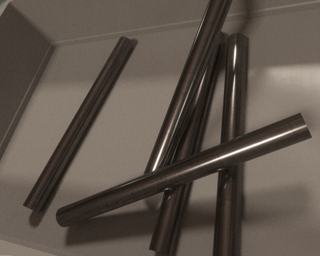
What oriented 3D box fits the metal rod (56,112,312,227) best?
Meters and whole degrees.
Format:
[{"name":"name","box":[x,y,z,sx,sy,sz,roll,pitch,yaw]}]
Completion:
[{"name":"metal rod","box":[0.005,0.055,0.335,0.300,0.025,0.025,-25,53,22]}]

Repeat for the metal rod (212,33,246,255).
[{"name":"metal rod","box":[0.082,0.011,0.355,0.025,0.025,0.299,-4,60,26]}]

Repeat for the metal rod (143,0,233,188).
[{"name":"metal rod","box":[0.041,-0.070,0.359,0.025,0.025,0.298,24,96,36]}]

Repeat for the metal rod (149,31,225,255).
[{"name":"metal rod","box":[0.040,-0.001,0.384,0.025,0.025,0.300,3,63,29]}]

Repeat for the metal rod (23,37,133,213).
[{"name":"metal rod","box":[-0.117,-0.017,0.475,0.025,0.025,0.300,13,68,33]}]
